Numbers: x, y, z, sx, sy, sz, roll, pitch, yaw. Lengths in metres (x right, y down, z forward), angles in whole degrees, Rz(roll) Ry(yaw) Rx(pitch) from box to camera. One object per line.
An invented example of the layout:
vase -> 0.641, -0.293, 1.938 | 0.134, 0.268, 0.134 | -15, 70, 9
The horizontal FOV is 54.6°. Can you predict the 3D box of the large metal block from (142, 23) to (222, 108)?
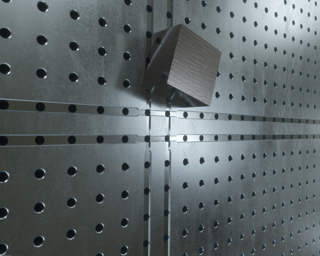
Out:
large metal block -> 0.031, -0.079, 0.418 | 0.080, 0.050, 0.080 | 22, 76, -38
